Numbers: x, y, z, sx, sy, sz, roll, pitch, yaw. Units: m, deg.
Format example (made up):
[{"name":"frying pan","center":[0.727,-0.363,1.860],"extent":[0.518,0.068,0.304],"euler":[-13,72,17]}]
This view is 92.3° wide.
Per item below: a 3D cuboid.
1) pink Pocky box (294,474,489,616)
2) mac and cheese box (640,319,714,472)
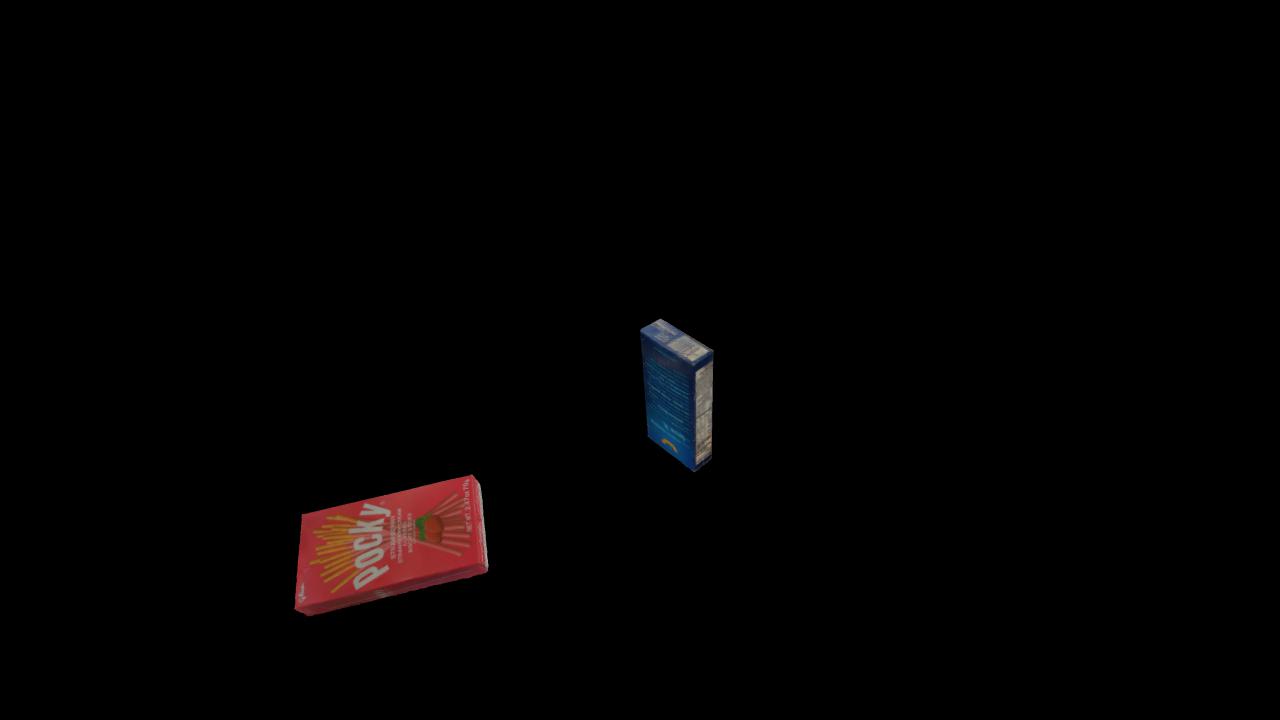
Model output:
[{"name":"pink Pocky box","center":[-0.214,0.159,0.534],"extent":[0.155,0.084,0.029],"euler":[-12,-34,-5]},{"name":"mac and cheese box","center":[0.047,0.047,0.771],"extent":[0.041,0.184,0.093],"euler":[-33,48,-30]}]
